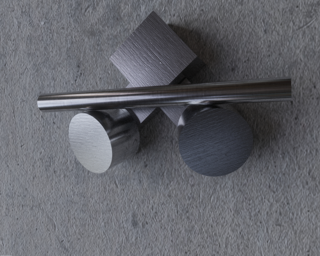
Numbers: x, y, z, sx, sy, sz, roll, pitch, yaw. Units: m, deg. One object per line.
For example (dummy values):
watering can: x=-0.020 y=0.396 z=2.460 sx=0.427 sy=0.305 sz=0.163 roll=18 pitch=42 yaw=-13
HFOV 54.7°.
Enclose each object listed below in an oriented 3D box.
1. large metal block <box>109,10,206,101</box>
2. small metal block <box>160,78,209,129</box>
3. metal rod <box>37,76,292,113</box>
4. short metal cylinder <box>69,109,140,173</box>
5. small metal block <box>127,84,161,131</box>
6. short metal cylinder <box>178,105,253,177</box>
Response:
large metal block: x=-0.002 y=-0.085 z=0.395 sx=0.080 sy=0.050 sz=0.080 roll=-44 pitch=77 yaw=14
small metal block: x=0.036 y=-0.027 z=0.397 sx=0.050 sy=0.025 sz=0.050 roll=-45 pitch=76 yaw=14
metal rod: x=-0.011 y=-0.036 z=0.359 sx=0.301 sy=0.025 sz=0.025 roll=-1 pitch=90 yaw=19
short metal cylinder: x=-0.074 y=0.013 z=0.407 sx=0.080 sy=0.050 sz=0.079 roll=15 pitch=115 yaw=34
small metal block: x=-0.032 y=-0.029 z=0.422 sx=0.050 sy=0.025 sz=0.050 roll=-45 pitch=76 yaw=13
short metal cylinder: x=0.061 y=0.009 z=0.360 sx=0.080 sy=0.050 sz=0.079 roll=0 pitch=108 yaw=1
